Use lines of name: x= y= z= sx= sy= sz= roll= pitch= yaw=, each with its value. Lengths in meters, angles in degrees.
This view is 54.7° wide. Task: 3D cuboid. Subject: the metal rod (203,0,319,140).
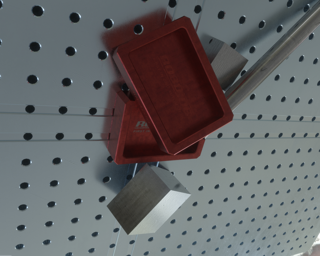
metal rod: x=0.156 y=-0.097 z=0.415 sx=0.300 sy=0.025 sz=0.025 roll=-44 pitch=130 yaw=-7

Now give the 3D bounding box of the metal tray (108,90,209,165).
metal tray: x=0.003 y=-0.001 z=0.410 sx=0.131 sy=0.030 sz=0.089 roll=-1 pitch=119 yaw=-28

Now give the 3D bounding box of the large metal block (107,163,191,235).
large metal block: x=-0.013 y=0.101 z=0.435 sx=0.080 sy=0.050 sz=0.080 roll=-48 pitch=152 yaw=5

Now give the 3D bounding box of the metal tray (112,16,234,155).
metal tray: x=0.017 y=-0.047 z=0.350 sx=0.091 sy=0.030 sz=0.129 roll=-29 pitch=102 yaw=-14

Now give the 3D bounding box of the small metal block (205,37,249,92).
small metal block: x=0.079 y=-0.082 z=0.406 sx=0.050 sy=0.025 sz=0.050 roll=23 pitch=106 yaw=-37
